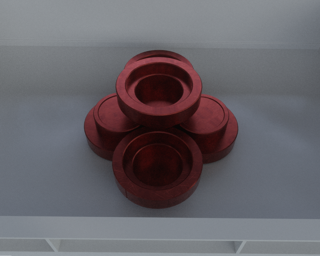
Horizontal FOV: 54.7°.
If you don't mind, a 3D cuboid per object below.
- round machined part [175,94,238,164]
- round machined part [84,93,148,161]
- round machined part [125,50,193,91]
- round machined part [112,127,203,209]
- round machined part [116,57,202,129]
[{"bbox_3d":[0.051,-0.006,0.397,0.099,0.042,0.098,0,50,0],"label":"round machined part"},{"bbox_3d":[-0.048,-0.009,0.398,0.099,0.042,0.098,0,50,0],"label":"round machined part"},{"bbox_3d":[-0.002,-0.066,0.447,0.099,0.042,0.098,0,50,0],"label":"round machined part"},{"bbox_3d":[-0.003,0.047,0.352,0.099,0.042,0.098,0,50,0],"label":"round machined part"},{"bbox_3d":[-0.001,-0.037,0.368,0.099,0.042,0.098,0,50,0],"label":"round machined part"}]
